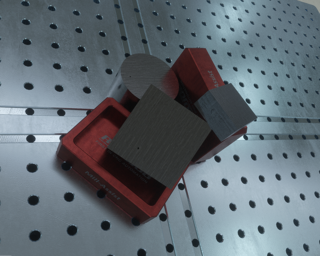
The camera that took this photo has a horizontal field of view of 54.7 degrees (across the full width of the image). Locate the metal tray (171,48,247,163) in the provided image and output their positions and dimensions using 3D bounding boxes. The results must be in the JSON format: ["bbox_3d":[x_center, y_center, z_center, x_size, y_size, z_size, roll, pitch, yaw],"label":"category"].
[{"bbox_3d":[0.051,-0.030,0.414,0.030,0.090,0.130,-10,67,-33],"label":"metal tray"}]

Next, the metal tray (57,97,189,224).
[{"bbox_3d":[-0.040,0.035,0.362,0.130,0.030,0.090,40,51,-1],"label":"metal tray"}]

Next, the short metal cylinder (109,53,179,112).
[{"bbox_3d":[-0.022,-0.052,0.413,0.081,0.050,0.080,14,56,-21],"label":"short metal cylinder"}]

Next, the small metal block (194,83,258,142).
[{"bbox_3d":[0.073,-0.019,0.340,0.050,0.025,0.050,-22,74,-48],"label":"small metal block"}]

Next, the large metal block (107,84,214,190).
[{"bbox_3d":[-0.002,0.009,0.347,0.080,0.050,0.080,35,87,-6],"label":"large metal block"}]
